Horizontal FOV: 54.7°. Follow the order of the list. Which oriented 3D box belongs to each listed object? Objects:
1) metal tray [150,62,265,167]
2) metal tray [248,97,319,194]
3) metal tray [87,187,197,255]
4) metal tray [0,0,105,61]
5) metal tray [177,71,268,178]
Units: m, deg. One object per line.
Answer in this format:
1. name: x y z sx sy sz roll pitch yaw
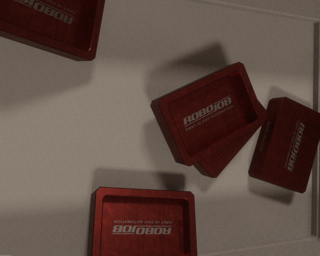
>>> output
1. metal tray: 0.064 -0.020 0.400 0.131 0.030 0.090 -27 99 -18
2. metal tray: 0.199 0.027 0.484 0.091 0.030 0.129 21 83 -19
3. metal tray: -0.020 0.124 0.386 0.131 0.030 0.090 7 67 -20
4. metal tray: -0.122 -0.131 0.327 0.131 0.030 0.089 10 90 -50
5. metal tray: 0.083 -0.006 0.440 0.130 0.030 0.090 -46 105 -14
